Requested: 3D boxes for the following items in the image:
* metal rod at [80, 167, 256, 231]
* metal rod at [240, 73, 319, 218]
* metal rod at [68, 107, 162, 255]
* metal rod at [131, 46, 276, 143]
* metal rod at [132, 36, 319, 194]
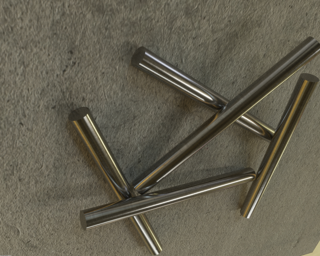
[{"bbox_3d":[0.032,0.098,0.462,0.303,0.025,0.025,-7,122,-33],"label":"metal rod"},{"bbox_3d":[0.185,0.048,0.509,0.025,0.025,0.298,-11,132,-23],"label":"metal rod"},{"bbox_3d":[-0.049,0.095,0.438,0.025,0.025,0.299,-29,128,-10],"label":"metal rod"},{"bbox_3d":[0.086,-0.031,0.434,0.302,0.025,0.025,24,106,-37],"label":"metal rod"},{"bbox_3d":[0.081,-0.009,0.414,0.300,0.025,0.025,-40,130,11],"label":"metal rod"}]
